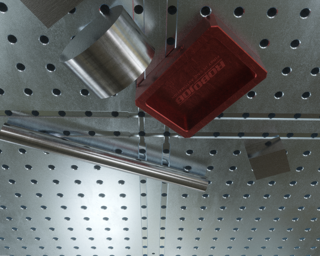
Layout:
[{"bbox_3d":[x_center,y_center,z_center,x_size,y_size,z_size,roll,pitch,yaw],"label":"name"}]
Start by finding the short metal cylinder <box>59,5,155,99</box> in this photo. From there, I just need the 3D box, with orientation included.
[{"bbox_3d":[-0.052,-0.076,0.310,0.080,0.080,0.050,-28,125,21],"label":"short metal cylinder"}]

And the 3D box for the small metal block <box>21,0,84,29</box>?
[{"bbox_3d":[-0.106,-0.134,0.296,0.050,0.025,0.050,-29,125,22],"label":"small metal block"}]

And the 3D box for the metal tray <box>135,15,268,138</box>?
[{"bbox_3d":[0.044,-0.053,0.363,0.090,0.030,0.130,33,122,-26],"label":"metal tray"}]

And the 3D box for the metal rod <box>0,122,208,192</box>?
[{"bbox_3d":[-0.069,0.047,0.450,0.302,0.025,0.025,17,128,-15],"label":"metal rod"}]

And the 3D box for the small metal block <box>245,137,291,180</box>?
[{"bbox_3d":[0.158,0.045,0.453,0.050,0.025,0.050,-19,128,15],"label":"small metal block"}]
